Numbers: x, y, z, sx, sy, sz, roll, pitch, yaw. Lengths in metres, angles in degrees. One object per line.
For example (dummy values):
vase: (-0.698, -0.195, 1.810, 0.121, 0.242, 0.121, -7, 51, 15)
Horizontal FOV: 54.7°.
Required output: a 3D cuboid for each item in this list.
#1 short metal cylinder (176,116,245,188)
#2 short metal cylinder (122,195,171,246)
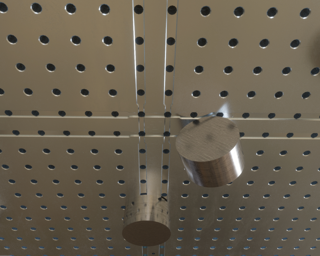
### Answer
short metal cylinder: (0.066, 0.030, 0.402, 0.080, 0.080, 0.050, -14, 129, 11)
short metal cylinder: (-0.022, 0.159, 0.531, 0.081, 0.050, 0.079, 0, 130, 0)
